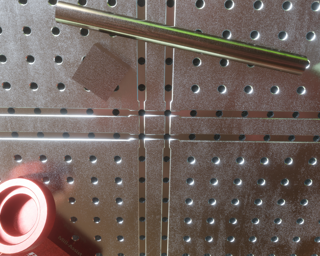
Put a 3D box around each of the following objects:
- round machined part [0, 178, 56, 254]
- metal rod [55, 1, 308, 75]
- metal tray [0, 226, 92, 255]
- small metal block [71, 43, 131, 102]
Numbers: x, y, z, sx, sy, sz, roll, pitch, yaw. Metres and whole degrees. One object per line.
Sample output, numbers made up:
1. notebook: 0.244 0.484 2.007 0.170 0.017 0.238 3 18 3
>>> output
1. round machined part: -0.189 0.120 0.429 0.098 0.042 0.098 -3 74 11
2. metal rod: 0.029 -0.107 0.374 0.302 0.025 0.025 11 110 -5
3. metal tray: -0.172 0.209 0.486 0.090 0.030 0.130 -40 106 13
4. small metal block: -0.073 -0.070 0.387 0.050 0.025 0.050 34 106 -12
